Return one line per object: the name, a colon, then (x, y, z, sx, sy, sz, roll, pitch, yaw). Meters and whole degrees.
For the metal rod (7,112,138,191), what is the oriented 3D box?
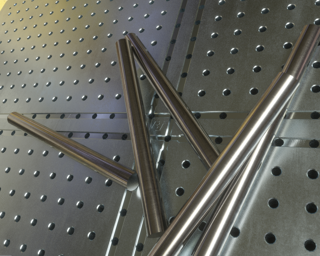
metal rod: (-0.147, 0.025, 0.471, 0.300, 0.025, 0.025, 20, 72, 35)

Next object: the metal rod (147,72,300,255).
metal rod: (0.045, 0.071, 0.318, 0.025, 0.025, 0.300, 35, 88, 38)

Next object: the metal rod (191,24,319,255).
metal rod: (0.115, 0.006, 0.344, 0.025, 0.025, 0.300, 20, 72, 35)

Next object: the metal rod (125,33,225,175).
metal rod: (0.010, -0.050, 0.434, 0.025, 0.025, 0.300, -35, 51, 5)

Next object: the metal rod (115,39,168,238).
metal rod: (-0.030, -0.008, 0.416, 0.025, 0.025, 0.299, -22, 58, 15)
